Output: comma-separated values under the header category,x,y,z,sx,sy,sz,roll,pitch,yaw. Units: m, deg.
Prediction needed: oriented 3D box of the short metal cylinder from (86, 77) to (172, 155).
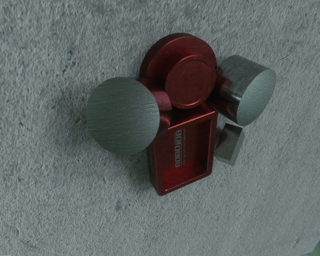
category,x,y,z,sx,sy,sz,roll,pitch,yaw
short metal cylinder,-0.032,-0.015,0.337,0.080,0.080,0.050,-61,170,15

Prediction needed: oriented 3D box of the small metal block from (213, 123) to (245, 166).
category,x,y,z,sx,sy,sz,roll,pitch,yaw
small metal block,0.103,0.025,0.458,0.050,0.025,0.050,-67,157,-8

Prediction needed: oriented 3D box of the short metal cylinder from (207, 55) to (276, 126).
category,x,y,z,sx,sy,sz,roll,pitch,yaw
short metal cylinder,0.106,-0.049,0.406,0.081,0.050,0.079,-29,138,-30

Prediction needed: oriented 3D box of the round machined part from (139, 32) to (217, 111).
category,x,y,z,sx,sy,sz,roll,pitch,yaw
round machined part,0.028,-0.062,0.375,0.099,0.042,0.097,-14,124,-21

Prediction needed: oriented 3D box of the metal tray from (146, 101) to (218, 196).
category,x,y,z,sx,sy,sz,roll,pitch,yaw
metal tray,0.029,0.030,0.425,0.091,0.030,0.129,-20,136,-17
